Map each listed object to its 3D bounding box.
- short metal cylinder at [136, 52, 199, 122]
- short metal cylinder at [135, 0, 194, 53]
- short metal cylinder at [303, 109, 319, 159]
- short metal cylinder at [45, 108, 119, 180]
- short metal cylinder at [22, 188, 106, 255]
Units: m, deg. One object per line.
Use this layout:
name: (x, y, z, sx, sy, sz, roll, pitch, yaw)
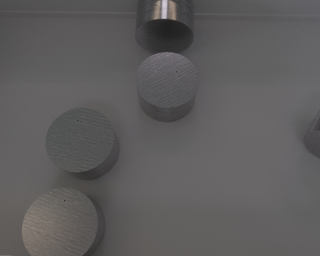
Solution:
short metal cylinder: (0.009, -0.054, 0.416, 0.081, 0.050, 0.080, 0, 70, 0)
short metal cylinder: (0.007, -0.147, 0.434, 0.080, 0.080, 0.050, 2, 70, 1)
short metal cylinder: (0.227, 0.009, 0.378, 0.080, 0.080, 0.050, 33, 74, 11)
short metal cylinder: (-0.094, 0.021, 0.388, 0.081, 0.050, 0.080, 0, 70, 0)
short metal cylinder: (-0.107, 0.112, 0.354, 0.081, 0.050, 0.080, 0, 70, 0)
